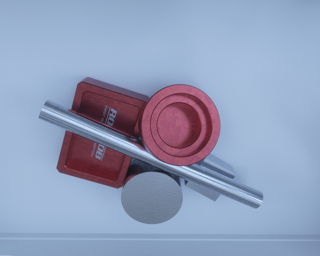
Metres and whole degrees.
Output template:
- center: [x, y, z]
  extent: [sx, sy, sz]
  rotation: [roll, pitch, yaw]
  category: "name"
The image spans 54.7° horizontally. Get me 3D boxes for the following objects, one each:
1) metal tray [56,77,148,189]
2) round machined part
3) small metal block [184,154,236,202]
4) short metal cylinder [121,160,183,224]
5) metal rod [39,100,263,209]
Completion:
- center: [-0.075, 0.009, 0.408]
  extent: [0.091, 0.030, 0.129]
  rotation: [17, 109, -7]
  category: "metal tray"
- center: [0.021, -0.003, 0.387]
  extent: [0.099, 0.042, 0.097]
  rotation: [0, 88, -14]
  category: "round machined part"
- center: [0.069, 0.067, 0.435]
  extent: [0.050, 0.025, 0.050]
  rotation: [30, 107, -11]
  category: "small metal block"
- center: [-0.011, 0.084, 0.426]
  extent: [0.081, 0.050, 0.079]
  rotation: [0, 110, -1]
  category: "short metal cylinder"
- center: [-0.002, 0.038, 0.393]
  extent: [0.302, 0.025, 0.025]
  rotation: [24, 108, -12]
  category: "metal rod"
